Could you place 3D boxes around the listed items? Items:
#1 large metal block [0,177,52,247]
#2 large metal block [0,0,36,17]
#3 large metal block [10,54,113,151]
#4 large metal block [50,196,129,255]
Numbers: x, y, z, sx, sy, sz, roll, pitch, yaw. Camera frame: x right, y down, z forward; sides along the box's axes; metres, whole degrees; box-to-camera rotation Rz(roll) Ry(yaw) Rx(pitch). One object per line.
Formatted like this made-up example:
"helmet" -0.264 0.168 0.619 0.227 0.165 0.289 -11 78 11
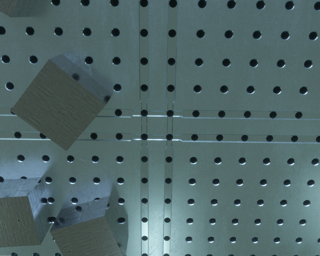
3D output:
"large metal block" -0.209 0.120 0.443 0.080 0.050 0.080 -4 110 1
"large metal block" -0.172 -0.177 0.333 0.080 0.050 0.080 30 107 -11
"large metal block" -0.119 -0.033 0.387 0.080 0.050 0.080 39 105 -13
"large metal block" -0.100 0.157 0.457 0.080 0.050 0.080 -17 109 6
